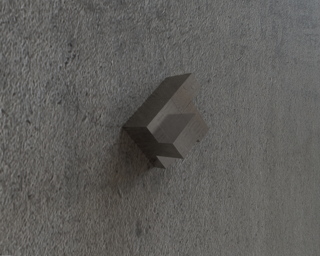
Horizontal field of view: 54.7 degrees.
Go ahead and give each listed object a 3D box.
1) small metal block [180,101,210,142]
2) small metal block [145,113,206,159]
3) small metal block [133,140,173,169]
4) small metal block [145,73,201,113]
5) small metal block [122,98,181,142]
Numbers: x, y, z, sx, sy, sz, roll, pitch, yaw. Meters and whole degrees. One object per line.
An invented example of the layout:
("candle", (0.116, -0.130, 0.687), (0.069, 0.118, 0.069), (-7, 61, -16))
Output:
("small metal block", (0.030, -0.008, 0.417), (0.025, 0.050, 0.050), (-51, 120, -28))
("small metal block", (0.018, 0.009, 0.375), (0.050, 0.050, 0.025), (-51, 121, -28))
("small metal block", (0.001, 0.018, 0.409), (0.050, 0.025, 0.050), (-50, 120, -28))
("small metal block", (0.017, -0.044, 0.406), (0.050, 0.050, 0.025), (-51, 121, -28))
("small metal block", (-0.011, -0.010, 0.382), (0.050, 0.050, 0.025), (-51, 121, -28))
